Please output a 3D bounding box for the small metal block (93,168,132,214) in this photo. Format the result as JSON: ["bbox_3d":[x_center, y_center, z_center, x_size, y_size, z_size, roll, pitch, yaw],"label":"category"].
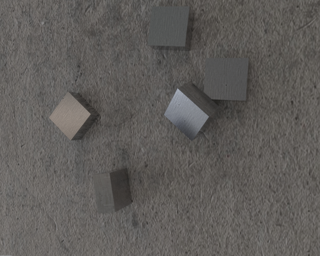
[{"bbox_3d":[-0.063,0.083,0.418,0.025,0.050,0.050,-10,87,20],"label":"small metal block"}]

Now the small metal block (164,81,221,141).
[{"bbox_3d":[0.038,-0.020,0.382,0.050,0.025,0.050,44,140,14],"label":"small metal block"}]

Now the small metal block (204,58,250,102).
[{"bbox_3d":[0.082,-0.058,0.380,0.050,0.025,0.050,4,91,20],"label":"small metal block"}]

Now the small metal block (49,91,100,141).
[{"bbox_3d":[-0.125,-0.017,0.453,0.050,0.025,0.050,43,103,14],"label":"small metal block"}]

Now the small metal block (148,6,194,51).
[{"bbox_3d":[0.015,-0.129,0.404,0.050,0.025,0.050,7,93,19],"label":"small metal block"}]
